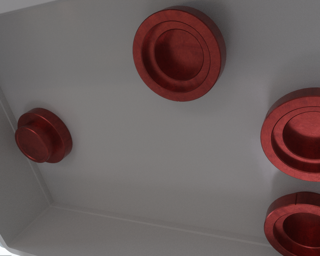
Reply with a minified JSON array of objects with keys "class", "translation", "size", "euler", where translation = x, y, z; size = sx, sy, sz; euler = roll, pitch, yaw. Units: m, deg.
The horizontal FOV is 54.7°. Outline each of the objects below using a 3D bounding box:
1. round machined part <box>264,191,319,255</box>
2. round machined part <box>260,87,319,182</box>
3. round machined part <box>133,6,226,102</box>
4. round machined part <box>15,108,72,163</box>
[{"class":"round machined part","translation":[0.180,0.116,0.374],"size":[0.098,0.042,0.097],"euler":[13,124,21]},{"class":"round machined part","translation":[0.157,0.003,0.317],"size":[0.098,0.042,0.097],"euler":[13,124,21]},{"class":"round machined part","translation":[0.024,-0.081,0.335],"size":[0.098,0.042,0.097],"euler":[13,124,21]},{"class":"round machined part","translation":[-0.199,0.019,0.515],"size":[0.098,0.042,0.097],"euler":[13,124,21]}]
